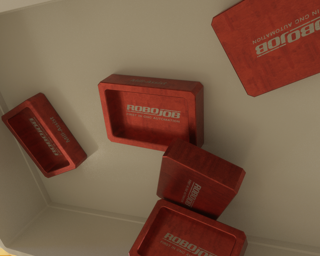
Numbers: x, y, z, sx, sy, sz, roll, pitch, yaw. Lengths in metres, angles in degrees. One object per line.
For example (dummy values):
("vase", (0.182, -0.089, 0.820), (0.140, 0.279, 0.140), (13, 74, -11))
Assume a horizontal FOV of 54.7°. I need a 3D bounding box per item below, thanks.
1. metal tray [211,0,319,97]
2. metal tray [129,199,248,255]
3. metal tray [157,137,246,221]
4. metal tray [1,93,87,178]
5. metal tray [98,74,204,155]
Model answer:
("metal tray", (0.125, -0.093, 0.282), (0.130, 0.030, 0.090), (-21, 107, 35))
("metal tray", (0.036, 0.157, 0.404), (0.130, 0.090, 0.030), (15, 149, 30))
("metal tray", (0.045, 0.073, 0.396), (0.090, 0.030, 0.129), (26, 149, 11))
("metal tray", (-0.192, 0.016, 0.513), (0.090, 0.030, 0.130), (-21, 108, 35))
("metal tray", (-0.011, -0.018, 0.398), (0.130, 0.030, 0.089), (9, 122, 23))
